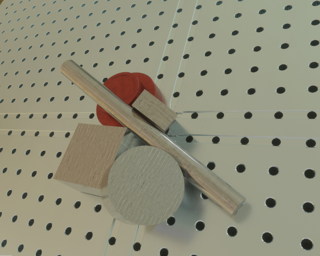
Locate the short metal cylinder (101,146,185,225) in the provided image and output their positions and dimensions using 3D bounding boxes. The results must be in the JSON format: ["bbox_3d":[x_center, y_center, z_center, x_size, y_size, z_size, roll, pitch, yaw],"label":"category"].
[{"bbox_3d":[-0.020,0.063,0.335,0.081,0.050,0.080,6,72,-18],"label":"short metal cylinder"}]

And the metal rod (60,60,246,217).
[{"bbox_3d":[-0.026,-0.003,0.381,0.300,0.025,0.025,38,83,25],"label":"metal rod"}]

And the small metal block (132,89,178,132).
[{"bbox_3d":[-0.006,-0.019,0.394,0.050,0.050,0.025,38,85,4],"label":"small metal block"}]

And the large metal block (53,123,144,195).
[{"bbox_3d":[-0.076,0.043,0.401,0.080,0.050,0.080,5,64,30],"label":"large metal block"}]

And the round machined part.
[{"bbox_3d":[-0.051,-0.042,0.448,0.098,0.042,0.098,-13,56,20],"label":"round machined part"}]
